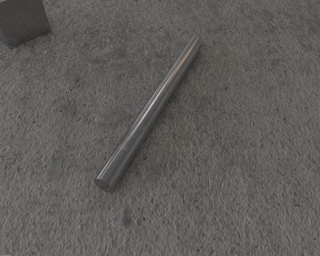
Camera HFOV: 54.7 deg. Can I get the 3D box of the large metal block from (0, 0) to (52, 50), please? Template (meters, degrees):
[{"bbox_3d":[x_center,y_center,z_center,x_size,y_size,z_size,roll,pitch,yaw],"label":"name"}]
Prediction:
[{"bbox_3d":[-0.245,-0.195,0.529,0.080,0.080,0.050,-37,59,-27],"label":"large metal block"}]

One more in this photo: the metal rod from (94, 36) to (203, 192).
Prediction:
[{"bbox_3d":[-0.001,-0.040,0.436,0.025,0.025,0.301,19,52,15],"label":"metal rod"}]
